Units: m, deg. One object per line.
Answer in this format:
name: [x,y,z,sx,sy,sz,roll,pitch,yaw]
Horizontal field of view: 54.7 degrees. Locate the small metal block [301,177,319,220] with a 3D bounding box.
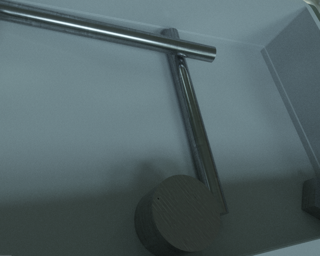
small metal block: [0.247,0.111,0.472,0.050,0.025,0.050,30,55,-9]

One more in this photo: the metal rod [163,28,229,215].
metal rod: [0.045,-0.025,0.446,0.025,0.025,0.299,3,61,-27]

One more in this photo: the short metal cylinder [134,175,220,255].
short metal cylinder: [0.018,0.098,0.341,0.081,0.050,0.080,14,56,-21]

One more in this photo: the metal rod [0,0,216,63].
metal rod: [-0.061,-0.131,0.434,0.302,0.025,0.025,7,59,-18]
